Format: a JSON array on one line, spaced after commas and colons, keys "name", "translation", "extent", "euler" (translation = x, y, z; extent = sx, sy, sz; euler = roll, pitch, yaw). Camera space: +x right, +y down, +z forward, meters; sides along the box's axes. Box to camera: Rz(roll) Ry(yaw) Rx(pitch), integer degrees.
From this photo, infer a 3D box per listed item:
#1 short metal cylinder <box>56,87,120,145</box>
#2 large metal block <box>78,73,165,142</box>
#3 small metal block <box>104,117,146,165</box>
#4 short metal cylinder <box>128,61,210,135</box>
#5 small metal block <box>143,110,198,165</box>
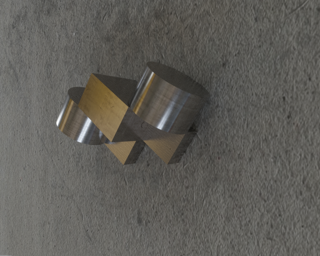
[{"name": "short metal cylinder", "translation": [-0.105, -0.019, 0.457], "extent": [0.080, 0.081, 0.050], "euler": [43, 116, 31]}, {"name": "large metal block", "translation": [-0.046, -0.026, 0.410], "extent": [0.080, 0.081, 0.050], "euler": [42, 115, 31]}, {"name": "small metal block", "translation": [-0.048, 0.017, 0.447], "extent": [0.050, 0.025, 0.050], "euler": [43, 116, 31]}, {"name": "short metal cylinder", "translation": [0.010, -0.036, 0.362], "extent": [0.080, 0.081, 0.050], "euler": [43, 116, 31]}, {"name": "small metal block", "translation": [0.012, 0.011, 0.397], "extent": [0.050, 0.025, 0.050], "euler": [43, 116, 31]}]
